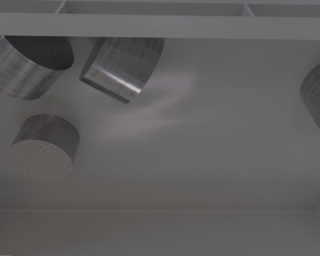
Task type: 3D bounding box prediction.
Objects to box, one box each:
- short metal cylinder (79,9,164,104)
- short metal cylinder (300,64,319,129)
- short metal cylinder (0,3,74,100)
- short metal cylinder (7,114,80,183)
[{"bbox_3d":[-0.039,-0.071,0.312,0.050,0.080,0.080,28,125,-22],"label":"short metal cylinder"},{"bbox_3d":[0.215,-0.037,0.363,0.081,0.050,0.079,0,130,0],"label":"short metal cylinder"},{"bbox_3d":[-0.135,-0.074,0.308,0.050,0.080,0.080,-37,121,27],"label":"short metal cylinder"},{"bbox_3d":[-0.153,0.028,0.415,0.081,0.050,0.079,0,130,0],"label":"short metal cylinder"}]
